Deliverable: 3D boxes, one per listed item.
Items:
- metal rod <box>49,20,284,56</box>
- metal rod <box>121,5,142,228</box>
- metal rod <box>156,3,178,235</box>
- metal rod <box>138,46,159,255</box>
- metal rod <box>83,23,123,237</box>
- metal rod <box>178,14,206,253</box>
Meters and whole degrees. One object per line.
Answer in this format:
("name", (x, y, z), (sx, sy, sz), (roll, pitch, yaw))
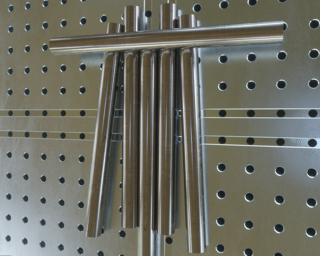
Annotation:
("metal rod", (-0.007, -0.110, 0.389), (0.301, 0.025, 0.025), (2, 91, 20))
("metal rod", (-0.039, -0.015, 0.427), (0.025, 0.025, 0.298), (1, 90, 20))
("metal rod", (0.010, -0.011, 0.411), (0.025, 0.025, 0.298), (1, 90, 20))
("metal rod", (-0.016, 0.041, 0.418), (0.025, 0.025, 0.298), (1, 91, 20))
("metal rod", (-0.079, 0.004, 0.440), (0.025, 0.025, 0.298), (8, 93, 20))
("metal rod", (0.041, 0.007, 0.399), (0.025, 0.025, 0.298), (-3, 89, 20))
